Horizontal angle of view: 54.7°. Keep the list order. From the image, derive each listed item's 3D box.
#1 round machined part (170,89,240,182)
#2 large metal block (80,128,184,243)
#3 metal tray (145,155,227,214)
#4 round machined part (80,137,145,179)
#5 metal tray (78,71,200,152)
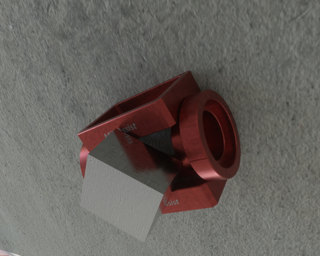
[{"bbox_3d":[0.048,0.010,0.341,0.042,0.098,0.098,-17,110,34],"label":"round machined part"},{"bbox_3d":[-0.032,0.060,0.325,0.080,0.050,0.079,26,128,11],"label":"large metal block"},{"bbox_3d":[0.021,0.067,0.394,0.130,0.090,0.030,-19,109,35],"label":"metal tray"},{"bbox_3d":[-0.055,0.044,0.415,0.042,0.098,0.098,-17,110,34],"label":"round machined part"},{"bbox_3d":[-0.025,-0.018,0.368,0.130,0.090,0.030,-19,108,35],"label":"metal tray"}]
